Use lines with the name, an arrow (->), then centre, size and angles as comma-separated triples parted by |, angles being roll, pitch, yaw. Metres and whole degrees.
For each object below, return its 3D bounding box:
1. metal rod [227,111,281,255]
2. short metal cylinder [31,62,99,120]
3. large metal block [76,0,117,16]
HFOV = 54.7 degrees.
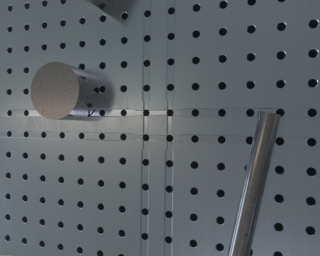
metal rod -> 0.101, 0.128, 0.376 | 0.025, 0.025, 0.298 | 12, 94, 19
short metal cylinder -> -0.136, -0.051, 0.447 | 0.080, 0.050, 0.079 | 0, 90, 20
large metal block -> -0.097, -0.217, 0.433 | 0.080, 0.050, 0.080 | 29, 99, 17
